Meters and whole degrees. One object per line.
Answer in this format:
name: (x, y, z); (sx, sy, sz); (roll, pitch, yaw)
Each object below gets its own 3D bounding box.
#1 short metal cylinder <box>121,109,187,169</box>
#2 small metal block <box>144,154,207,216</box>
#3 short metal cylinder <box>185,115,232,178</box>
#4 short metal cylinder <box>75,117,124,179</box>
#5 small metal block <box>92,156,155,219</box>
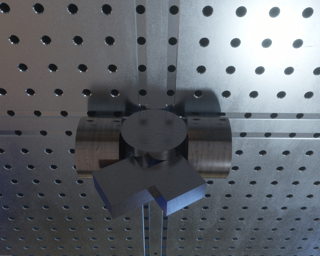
short metal cylinder: (-0.007, 0.020, 0.392); (0.081, 0.080, 0.050); (1, 130, -1)
small metal block: (0.016, 0.062, 0.347); (0.050, 0.050, 0.025); (-20, 135, -24)
short metal cylinder: (0.058, 0.024, 0.395); (0.050, 0.080, 0.079); (1, 130, 0)
short metal cylinder: (-0.073, 0.025, 0.395); (0.050, 0.080, 0.079); (1, 130, -1)
small metal block: (-0.040, 0.064, 0.343); (0.050, 0.050, 0.025); (-21, 135, -24)
